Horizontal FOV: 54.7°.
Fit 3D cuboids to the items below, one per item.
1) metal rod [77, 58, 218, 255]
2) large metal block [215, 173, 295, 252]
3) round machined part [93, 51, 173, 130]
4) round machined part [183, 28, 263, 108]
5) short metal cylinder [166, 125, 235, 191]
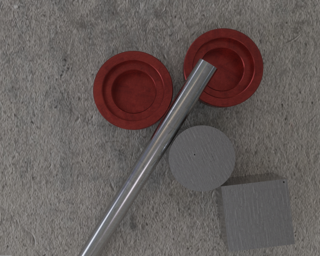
[{"bbox_3d":[-0.021,0.050,0.386,0.025,0.025,0.299,32,99,0],"label":"metal rod"},{"bbox_3d":[0.118,0.105,0.398,0.080,0.050,0.080,-7,90,0],"label":"large metal block"},{"bbox_3d":[-0.032,-0.046,0.400,0.099,0.042,0.097,0,89,2],"label":"round machined part"},{"bbox_3d":[0.078,-0.074,0.402,0.099,0.042,0.097,0,90,0],"label":"round machined part"},{"bbox_3d":[0.050,0.036,0.396,0.081,0.050,0.079,0,92,-3],"label":"short metal cylinder"}]
